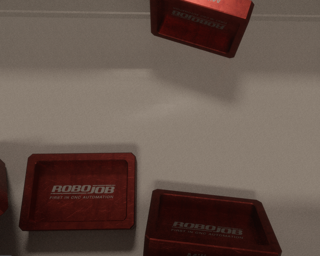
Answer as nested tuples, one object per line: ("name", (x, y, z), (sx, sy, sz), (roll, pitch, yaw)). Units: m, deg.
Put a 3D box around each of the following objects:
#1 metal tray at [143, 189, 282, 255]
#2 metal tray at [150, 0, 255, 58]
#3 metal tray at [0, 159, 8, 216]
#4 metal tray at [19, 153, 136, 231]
("metal tray", (0.052, 0.109, 0.337), (0.131, 0.090, 0.030), (6, 110, 2))
("metal tray", (0.053, -0.150, 0.430), (0.131, 0.090, 0.030), (18, 71, 6))
("metal tray", (-0.213, 0.078, 0.330), (0.090, 0.130, 0.030), (-39, 118, -13))
("metal tray", (-0.095, 0.078, 0.377), (0.131, 0.030, 0.090), (-1, 70, -1))
